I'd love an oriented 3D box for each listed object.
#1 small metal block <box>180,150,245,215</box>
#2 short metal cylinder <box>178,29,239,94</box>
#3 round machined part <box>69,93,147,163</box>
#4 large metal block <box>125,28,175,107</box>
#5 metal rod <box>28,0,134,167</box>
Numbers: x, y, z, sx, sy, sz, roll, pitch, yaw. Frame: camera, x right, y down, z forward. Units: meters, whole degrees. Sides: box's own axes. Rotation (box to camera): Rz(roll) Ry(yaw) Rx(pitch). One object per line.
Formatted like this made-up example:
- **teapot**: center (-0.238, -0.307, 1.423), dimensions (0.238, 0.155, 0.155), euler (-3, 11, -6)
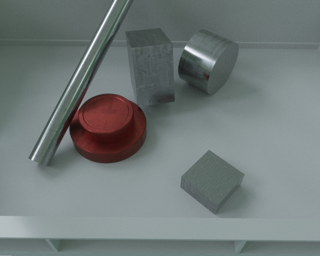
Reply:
- **small metal block**: center (0.059, 0.061, 0.355), dimensions (0.050, 0.025, 0.050), euler (36, 58, 26)
- **short metal cylinder**: center (0.071, -0.096, 0.451), dimensions (0.050, 0.080, 0.080), euler (33, 57, 24)
- **round machined part**: center (-0.067, -0.007, 0.399), dimensions (0.099, 0.042, 0.098), euler (0, 50, 0)
- **large metal block**: center (-0.014, -0.086, 0.427), dimensions (0.050, 0.079, 0.080), euler (-9, 32, -8)
- **metal rod**: center (-0.087, -0.092, 0.405), dimensions (0.025, 0.025, 0.299), euler (20, 76, 15)
